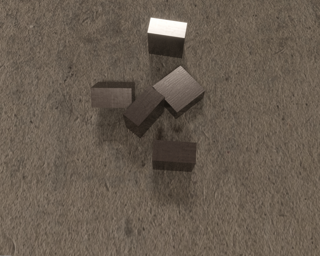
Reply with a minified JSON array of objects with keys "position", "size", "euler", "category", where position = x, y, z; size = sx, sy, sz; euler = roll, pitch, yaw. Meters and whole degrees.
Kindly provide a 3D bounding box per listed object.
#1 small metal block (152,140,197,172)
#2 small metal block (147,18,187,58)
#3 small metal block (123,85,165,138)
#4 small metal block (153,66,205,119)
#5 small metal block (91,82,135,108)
[{"position":[0.017,0.035,0.382],"size":[0.050,0.050,0.025],"euler":[4,70,1],"category":"small metal block"},{"position":[0.010,-0.127,0.441],"size":[0.050,0.050,0.025],"euler":[9,71,3],"category":"small metal block"},{"position":[-0.020,-0.020,0.402],"size":[0.025,0.050,0.050],"euler":[38,74,11],"category":"small metal block"},{"position":[0.025,-0.049,0.426],"size":[0.050,0.025,0.050],"euler":[-38,75,-13],"category":"small metal block"},{"position":[-0.060,-0.045,0.408],"size":[0.050,0.050,0.025],"euler":[1,107,0],"category":"small metal block"}]
